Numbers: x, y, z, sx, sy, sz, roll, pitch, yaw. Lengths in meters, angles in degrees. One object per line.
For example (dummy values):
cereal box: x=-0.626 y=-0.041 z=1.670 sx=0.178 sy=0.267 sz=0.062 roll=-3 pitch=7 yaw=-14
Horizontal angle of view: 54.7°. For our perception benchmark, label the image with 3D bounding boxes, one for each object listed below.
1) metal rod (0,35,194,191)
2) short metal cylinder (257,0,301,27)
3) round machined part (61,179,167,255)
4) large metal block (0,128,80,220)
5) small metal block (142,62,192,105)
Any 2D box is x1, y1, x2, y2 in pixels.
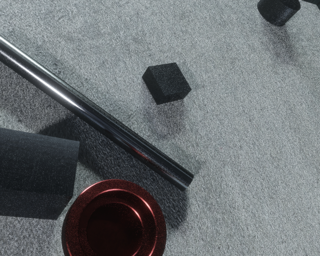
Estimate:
metal rod: x=-0.087 y=-0.021 z=0.370 sx=0.301 sy=0.025 sz=0.025 roll=36 pitch=51 yaw=-5
short metal cylinder: x=0.272 y=-0.281 z=0.709 sx=0.081 sy=0.050 sz=0.080 roll=14 pitch=56 yaw=-21
round machined part: x=-0.047 y=0.104 z=0.305 sx=0.099 sy=0.042 sz=0.098 roll=14 pitch=56 yaw=-21
large metal block: x=-0.124 y=0.044 z=0.276 sx=0.081 sy=0.080 sz=0.050 roll=12 pitch=57 yaw=-22
small metal block: x=0.010 y=-0.065 z=0.451 sx=0.050 sy=0.025 sz=0.050 roll=-17 pitch=71 yaw=-35
